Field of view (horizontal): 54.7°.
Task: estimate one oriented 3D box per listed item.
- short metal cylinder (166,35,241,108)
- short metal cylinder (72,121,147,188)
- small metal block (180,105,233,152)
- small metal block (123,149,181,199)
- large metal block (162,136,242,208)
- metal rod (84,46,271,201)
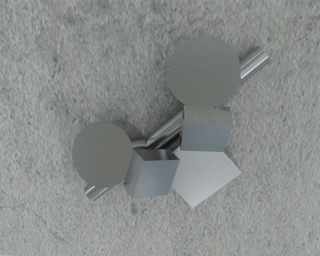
[{"bbox_3d":[0.053,-0.062,0.360,0.080,0.050,0.079,0,92,15],"label":"short metal cylinder"},{"bbox_3d":[-0.062,0.031,0.393,0.080,0.050,0.079,0,92,15],"label":"short metal cylinder"},{"bbox_3d":[0.050,0.002,0.346,0.050,0.025,0.050,2,141,-1],"label":"small metal block"},{"bbox_3d":[-0.010,0.053,0.364,0.050,0.025,0.050,3,114,-36],"label":"small metal block"},{"bbox_3d":[0.047,0.045,0.413,0.080,0.050,0.080,-40,106,13],"label":"large metal block"},{"bbox_3d":[0.014,0.002,0.411,0.300,0.025,0.025,-39,106,13],"label":"metal rod"}]
